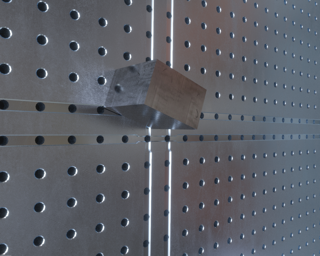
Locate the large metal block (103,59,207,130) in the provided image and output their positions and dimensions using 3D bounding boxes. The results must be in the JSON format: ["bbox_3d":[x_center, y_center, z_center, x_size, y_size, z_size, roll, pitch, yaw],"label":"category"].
[{"bbox_3d":[-0.006,-0.035,0.367,0.080,0.080,0.050,24,75,-37],"label":"large metal block"}]
